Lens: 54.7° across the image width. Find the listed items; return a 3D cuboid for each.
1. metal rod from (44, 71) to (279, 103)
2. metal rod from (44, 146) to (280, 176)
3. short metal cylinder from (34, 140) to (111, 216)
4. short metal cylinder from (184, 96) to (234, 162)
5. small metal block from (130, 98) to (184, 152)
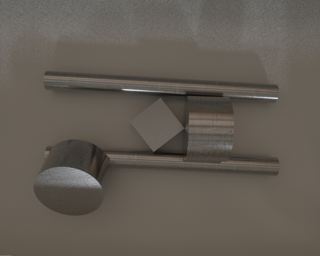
[{"bbox_3d":[0.002,-0.054,0.409,0.302,0.025,0.025,3,90,-1],"label":"metal rod"},{"bbox_3d":[0.003,0.043,0.409,0.302,0.025,0.025,3,90,-1],"label":"metal rod"},{"bbox_3d":[-0.105,0.061,0.379,0.081,0.050,0.079,1,124,1],"label":"short metal cylinder"},{"bbox_3d":[0.057,0.001,0.383,0.050,0.080,0.079,2,90,0],"label":"short metal cylinder"},{"bbox_3d":[-0.004,-0.004,0.410,0.050,0.025,0.050,-38,91,0],"label":"small metal block"}]
